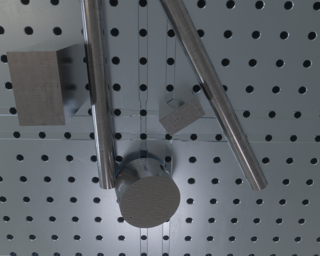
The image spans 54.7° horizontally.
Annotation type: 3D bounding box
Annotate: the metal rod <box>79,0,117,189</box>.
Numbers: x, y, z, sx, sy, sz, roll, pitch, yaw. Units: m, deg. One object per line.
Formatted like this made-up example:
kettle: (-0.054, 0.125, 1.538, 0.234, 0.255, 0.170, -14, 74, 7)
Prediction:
metal rod: (-0.078, -0.059, 0.391, 0.025, 0.025, 0.298, -2, 110, 0)

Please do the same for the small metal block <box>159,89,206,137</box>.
small metal block: (0.026, -0.021, 0.393, 0.050, 0.050, 0.025, -33, 107, 11)

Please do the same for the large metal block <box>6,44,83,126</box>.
large metal block: (-0.129, -0.054, 0.363, 0.050, 0.080, 0.079, -1, 110, 0)

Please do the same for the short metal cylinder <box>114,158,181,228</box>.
short metal cylinder: (-0.018, 0.088, 0.422, 0.081, 0.050, 0.079, -6, 113, -15)

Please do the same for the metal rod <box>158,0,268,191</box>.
metal rod: (0.072, -0.042, 0.398, 0.025, 0.025, 0.299, -27, 108, 9)
